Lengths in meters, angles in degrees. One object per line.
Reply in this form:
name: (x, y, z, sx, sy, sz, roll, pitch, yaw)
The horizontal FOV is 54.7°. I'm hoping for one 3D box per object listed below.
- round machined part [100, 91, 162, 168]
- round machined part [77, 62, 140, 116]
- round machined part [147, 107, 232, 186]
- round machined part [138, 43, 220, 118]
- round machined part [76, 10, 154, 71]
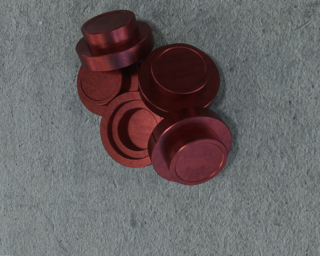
round machined part: (-0.025, 0.002, 0.409, 0.098, 0.042, 0.097, 0, 90, 19)
round machined part: (-0.073, -0.064, 0.427, 0.098, 0.042, 0.097, 0, 90, 19)
round machined part: (0.038, 0.028, 0.358, 0.098, 0.098, 0.042, -45, 36, 14)
round machined part: (0.023, -0.061, 0.369, 0.099, 0.042, 0.098, 1, 68, -3)
round machined part: (-0.059, -0.115, 0.390, 0.098, 0.098, 0.042, 1, 132, 19)
